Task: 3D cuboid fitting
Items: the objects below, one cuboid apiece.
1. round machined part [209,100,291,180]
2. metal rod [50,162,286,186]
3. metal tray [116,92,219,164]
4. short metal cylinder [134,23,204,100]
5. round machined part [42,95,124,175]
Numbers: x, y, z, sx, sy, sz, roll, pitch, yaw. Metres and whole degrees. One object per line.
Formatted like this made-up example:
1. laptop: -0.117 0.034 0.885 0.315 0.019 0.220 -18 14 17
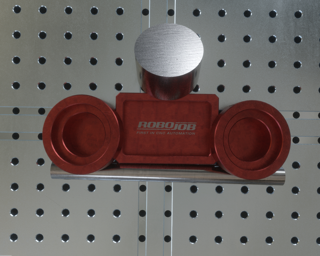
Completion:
1. round machined part: 0.111 0.015 0.397 0.099 0.042 0.097 0 88 -8
2. metal rod: 0.011 0.059 0.409 0.302 0.025 0.025 2 90 0
3. metal tray: 0.009 0.000 0.406 0.131 0.030 0.089 1 91 -1
4. short metal cylinder: 0.010 -0.081 0.382 0.081 0.050 0.080 0 64 0
5. round machined part: -0.094 0.009 0.395 0.099 0.042 0.097 0 87 8
